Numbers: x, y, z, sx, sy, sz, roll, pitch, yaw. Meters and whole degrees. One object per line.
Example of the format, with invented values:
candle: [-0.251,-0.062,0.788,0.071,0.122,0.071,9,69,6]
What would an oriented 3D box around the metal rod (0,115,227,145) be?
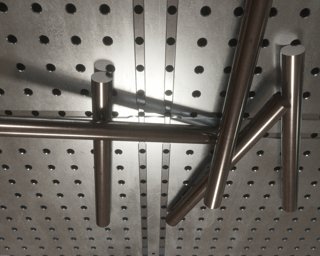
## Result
metal rod: [-0.054,0.004,0.383,0.302,0.025,0.025,3,131,-15]

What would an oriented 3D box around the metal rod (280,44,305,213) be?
metal rod: [0.183,0.024,0.434,0.025,0.025,0.299,-12,130,9]

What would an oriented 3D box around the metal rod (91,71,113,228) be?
metal rod: [-0.084,0.053,0.455,0.025,0.025,0.298,5,130,-5]

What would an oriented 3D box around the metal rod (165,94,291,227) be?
metal rod: [0.082,0.066,0.458,0.025,0.025,0.298,19,131,-16]

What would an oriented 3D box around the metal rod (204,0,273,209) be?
metal rod: [0.088,-0.017,0.372,0.025,0.025,0.298,3,122,-3]
